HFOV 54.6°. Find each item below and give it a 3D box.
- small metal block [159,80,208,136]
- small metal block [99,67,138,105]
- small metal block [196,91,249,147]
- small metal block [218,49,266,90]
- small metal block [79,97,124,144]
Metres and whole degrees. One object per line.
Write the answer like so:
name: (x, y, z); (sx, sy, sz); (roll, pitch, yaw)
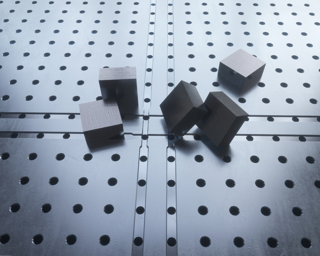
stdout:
small metal block: (0.030, -0.026, 0.410); (0.025, 0.050, 0.050); (16, 40, -36)
small metal block: (-0.057, -0.058, 0.441); (0.050, 0.050, 0.025); (-3, 50, -3)
small metal block: (0.077, -0.012, 0.398); (0.025, 0.050, 0.050); (-8, 45, -40)
small metal block: (0.128, -0.093, 0.487); (0.050, 0.025, 0.050); (-35, 58, -26)
small metal block: (-0.079, -0.011, 0.417); (0.050, 0.025, 0.050); (-12, 51, -10)
